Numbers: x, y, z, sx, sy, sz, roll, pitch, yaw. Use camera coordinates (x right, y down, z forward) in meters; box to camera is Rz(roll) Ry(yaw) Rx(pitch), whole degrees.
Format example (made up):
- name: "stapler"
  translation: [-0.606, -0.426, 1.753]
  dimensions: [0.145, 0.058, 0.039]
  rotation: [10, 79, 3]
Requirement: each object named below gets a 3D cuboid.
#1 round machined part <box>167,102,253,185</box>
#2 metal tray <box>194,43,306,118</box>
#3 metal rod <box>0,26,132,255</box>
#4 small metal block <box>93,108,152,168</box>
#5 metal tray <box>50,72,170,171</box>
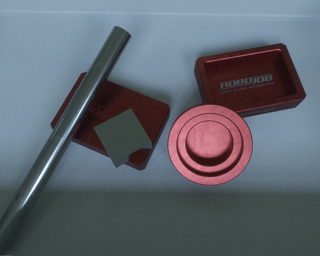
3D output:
- name: "round machined part"
  translation: [0.060, 0.017, 0.381]
  dimensions: [0.099, 0.042, 0.097]
  rotation: [1, 99, 6]
- name: "metal tray"
  translation: [0.122, -0.063, 0.431]
  dimensions: [0.131, 0.030, 0.090]
  rotation: [-11, 70, -5]
- name: "metal rod"
  translation: [-0.118, 0.010, 0.373]
  dimensions: [0.025, 0.025, 0.299]
  rotation: [28, 84, 9]
- name: "small metal block"
  translation: [-0.044, 0.012, 0.372]
  dimensions: [0.050, 0.025, 0.050]
  rotation: [-29, 73, -10]
- name: "metal tray"
  translation: [-0.063, -0.010, 0.410]
  dimensions: [0.130, 0.030, 0.090]
  rotation: [23, 71, 7]
